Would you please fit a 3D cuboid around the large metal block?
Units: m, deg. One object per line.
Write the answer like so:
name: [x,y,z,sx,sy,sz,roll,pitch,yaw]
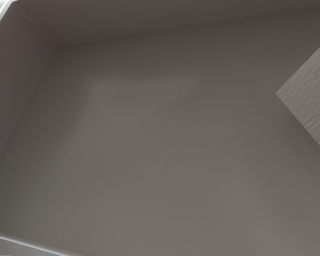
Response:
large metal block: [0.175,-0.031,0.295,0.080,0.050,0.080,-53,44,32]
